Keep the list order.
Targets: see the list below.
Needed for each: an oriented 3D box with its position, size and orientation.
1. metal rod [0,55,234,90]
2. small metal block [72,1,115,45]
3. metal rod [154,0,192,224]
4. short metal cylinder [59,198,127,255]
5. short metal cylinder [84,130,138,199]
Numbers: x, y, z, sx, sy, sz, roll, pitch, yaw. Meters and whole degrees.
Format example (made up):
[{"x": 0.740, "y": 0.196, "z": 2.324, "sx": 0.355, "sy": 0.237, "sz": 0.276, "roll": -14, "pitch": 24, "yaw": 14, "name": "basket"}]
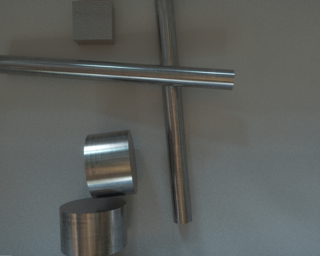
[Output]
[{"x": -0.061, "y": -0.071, "z": 0.393, "sx": 0.302, "sy": 0.025, "sz": 0.025, "roll": 5, "pitch": 90, "yaw": 6, "name": "metal rod"}, {"x": -0.087, "y": -0.139, "z": 0.410, "sx": 0.050, "sy": 0.025, "sz": 0.050, "roll": -1, "pitch": 90, "yaw": -1, "name": "small metal block"}, {"x": 0.018, "y": -0.025, "z": 0.411, "sx": 0.025, "sy": 0.025, "sz": 0.298, "roll": -5, "pitch": 90, "yaw": -1, "name": "metal rod"}, {"x": -0.081, "y": 0.120, "z": 0.383, "sx": 0.081, "sy": 0.080, "sz": 0.050, "roll": -2, "pitch": 90, "yaw": -1, "name": "short metal cylinder"}, {"x": -0.058, "y": 0.044, "z": 0.383, "sx": 0.050, "sy": 0.080, "sz": 0.079, "roll": -7, "pitch": 90, "yaw": 0, "name": "short metal cylinder"}]
